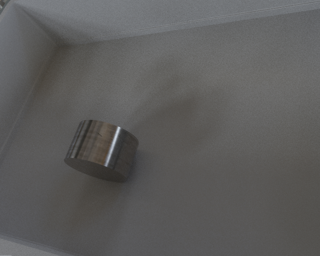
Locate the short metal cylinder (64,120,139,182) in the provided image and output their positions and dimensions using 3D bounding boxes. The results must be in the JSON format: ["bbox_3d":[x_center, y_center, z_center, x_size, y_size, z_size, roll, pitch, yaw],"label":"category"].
[{"bbox_3d":[-0.072,0.031,0.391,0.080,0.080,0.050,2,63,29],"label":"short metal cylinder"}]
